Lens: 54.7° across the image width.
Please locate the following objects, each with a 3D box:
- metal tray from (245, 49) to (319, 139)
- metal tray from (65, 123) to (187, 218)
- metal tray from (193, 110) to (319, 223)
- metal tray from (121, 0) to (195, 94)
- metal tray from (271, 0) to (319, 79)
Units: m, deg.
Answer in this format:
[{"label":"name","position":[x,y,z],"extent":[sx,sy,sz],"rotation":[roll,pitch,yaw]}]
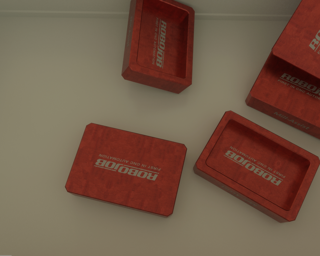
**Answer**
[{"label":"metal tray","position":[0.197,-0.047,0.424],"extent":[0.130,0.030,0.090],"rotation":[27,72,11]},{"label":"metal tray","position":[-0.039,0.052,0.387],"extent":[0.131,0.030,0.090],"rotation":[13,70,4]},{"label":"metal tray","position":[0.120,0.047,0.391],"extent":[0.130,0.030,0.090],"rotation":[30,72,10]},{"label":"metal tray","position":[0.000,-0.121,0.431],"extent":[0.091,0.030,0.130],"rotation":[12,69,-23]},{"label":"metal tray","position":[0.212,-0.130,0.380],"extent":[0.090,0.030,0.129],"rotation":[33,117,13]}]
